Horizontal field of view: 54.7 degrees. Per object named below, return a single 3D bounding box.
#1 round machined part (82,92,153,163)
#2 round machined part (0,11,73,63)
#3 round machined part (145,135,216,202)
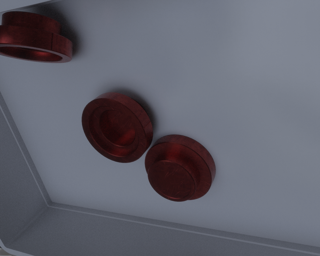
[{"bbox_3d":[-0.053,-0.004,0.422,0.098,0.042,0.097,13,124,20],"label":"round machined part"},{"bbox_3d":[-0.159,-0.112,0.383,0.098,0.098,0.042,4,90,26],"label":"round machined part"},{"bbox_3d":[0.022,0.061,0.423,0.098,0.042,0.097,13,124,20],"label":"round machined part"}]
